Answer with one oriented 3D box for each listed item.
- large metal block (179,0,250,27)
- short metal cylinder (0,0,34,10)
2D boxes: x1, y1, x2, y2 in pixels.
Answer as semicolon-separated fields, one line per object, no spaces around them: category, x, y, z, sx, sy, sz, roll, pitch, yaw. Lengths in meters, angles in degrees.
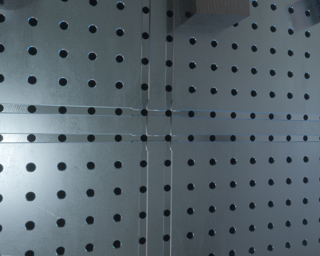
large metal block;0.072;-0.188;0.425;0.081;0.050;0.079;-5;92;-20
short metal cylinder;-0.171;-0.177;0.336;0.081;0.050;0.080;0;90;-20
